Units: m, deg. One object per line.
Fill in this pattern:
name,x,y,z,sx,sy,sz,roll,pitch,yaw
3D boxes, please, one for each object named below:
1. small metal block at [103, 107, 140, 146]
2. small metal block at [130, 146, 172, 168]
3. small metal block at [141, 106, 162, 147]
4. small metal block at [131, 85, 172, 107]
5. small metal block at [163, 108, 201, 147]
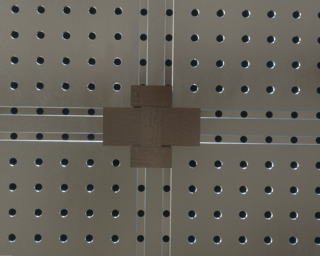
small metal block,-0.049,-0.002,0.412,0.050,0.025,0.050,1,90,-1
small metal block,-0.011,0.036,0.400,0.050,0.050,0.025,1,90,-1
small metal block,-0.011,-0.002,0.400,0.025,0.050,0.050,1,90,0
small metal block,-0.010,-0.039,0.400,0.050,0.050,0.025,1,90,-1
small metal block,0.027,-0.001,0.413,0.050,0.025,0.050,1,90,-1
